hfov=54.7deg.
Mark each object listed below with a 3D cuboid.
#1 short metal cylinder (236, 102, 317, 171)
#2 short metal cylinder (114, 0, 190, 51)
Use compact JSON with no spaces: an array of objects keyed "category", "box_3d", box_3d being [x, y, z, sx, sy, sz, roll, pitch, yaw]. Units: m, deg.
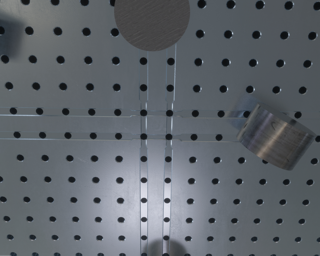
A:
[{"category":"short metal cylinder","box_3d":[0.144,0.009,0.389,0.080,0.080,0.050,25,108,-9]},{"category":"short metal cylinder","box_3d":[-0.008,-0.131,0.352,0.081,0.050,0.079,0,110,0]}]
